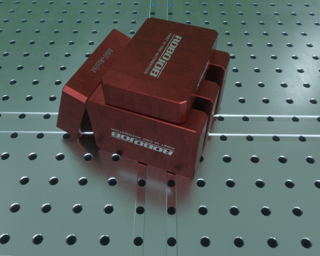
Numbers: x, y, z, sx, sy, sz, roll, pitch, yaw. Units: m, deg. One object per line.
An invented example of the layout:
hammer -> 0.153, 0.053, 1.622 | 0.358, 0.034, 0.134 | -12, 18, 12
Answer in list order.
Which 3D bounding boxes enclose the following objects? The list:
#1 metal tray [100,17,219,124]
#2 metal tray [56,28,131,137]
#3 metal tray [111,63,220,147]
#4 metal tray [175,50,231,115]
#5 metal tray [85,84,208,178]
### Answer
metal tray -> 0.005, -0.070, 0.346 | 0.090, 0.030, 0.130 | 16, 52, 13
metal tray -> -0.086, -0.061, 0.413 | 0.030, 0.090, 0.130 | 30, 53, -4
metal tray -> 0.001, -0.029, 0.388 | 0.130, 0.090, 0.030 | 16, 51, 12
metal tray -> 0.023, -0.072, 0.425 | 0.130, 0.090, 0.030 | 16, 53, 13
metal tray -> -0.015, 0.005, 0.361 | 0.130, 0.090, 0.030 | 17, 52, 13
